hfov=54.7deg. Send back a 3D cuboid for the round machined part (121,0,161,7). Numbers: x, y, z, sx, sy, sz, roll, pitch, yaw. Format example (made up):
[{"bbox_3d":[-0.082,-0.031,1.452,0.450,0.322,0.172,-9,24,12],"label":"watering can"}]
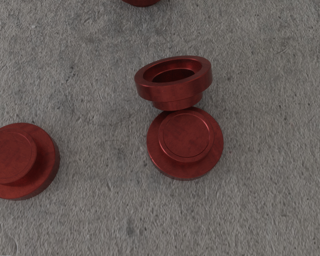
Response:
[{"bbox_3d":[-0.029,-0.229,0.483,0.099,0.042,0.098,0,70,0],"label":"round machined part"}]

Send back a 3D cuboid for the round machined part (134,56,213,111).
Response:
[{"bbox_3d":[0.019,-0.056,0.403,0.098,0.042,0.098,-9,31,6],"label":"round machined part"}]

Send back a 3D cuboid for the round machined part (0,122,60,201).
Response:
[{"bbox_3d":[-0.180,0.038,0.384,0.099,0.042,0.098,0,70,0],"label":"round machined part"}]

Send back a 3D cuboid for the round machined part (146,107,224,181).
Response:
[{"bbox_3d":[0.032,0.015,0.394,0.099,0.042,0.098,0,70,0],"label":"round machined part"}]
